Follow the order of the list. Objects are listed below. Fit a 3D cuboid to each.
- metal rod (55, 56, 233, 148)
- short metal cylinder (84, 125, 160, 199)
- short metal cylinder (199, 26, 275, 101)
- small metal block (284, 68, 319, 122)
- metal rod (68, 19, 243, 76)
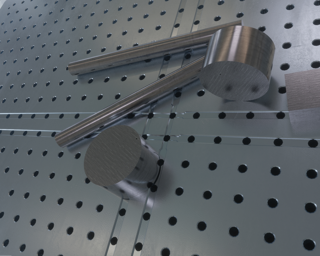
[{"bbox_3d":[-0.021,-0.046,0.447,0.301,0.025,0.025,-26,53,11],"label":"metal rod"},{"bbox_3d":[-0.047,0.043,0.391,0.080,0.050,0.080,-13,56,21],"label":"short metal cylinder"},{"bbox_3d":[0.092,-0.075,0.370,0.080,0.080,0.050,4,64,30],"label":"short metal cylinder"},{"bbox_3d":[0.168,-0.037,0.343,0.050,0.025,0.050,-7,58,24],"label":"small metal block"},{"bbox_3d":[-0.020,-0.122,0.493,0.301,0.025,0.025,-7,59,24],"label":"metal rod"}]
